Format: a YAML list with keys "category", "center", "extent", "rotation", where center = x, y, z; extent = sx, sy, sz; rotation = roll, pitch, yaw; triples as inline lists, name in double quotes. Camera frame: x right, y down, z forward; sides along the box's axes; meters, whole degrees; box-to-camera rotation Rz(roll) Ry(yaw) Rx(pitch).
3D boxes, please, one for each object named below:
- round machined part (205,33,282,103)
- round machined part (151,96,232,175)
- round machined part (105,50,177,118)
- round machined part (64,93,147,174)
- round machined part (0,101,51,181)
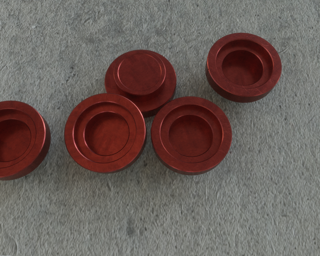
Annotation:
- category: "round machined part"
  center: [0.112, -0.079, 0.428]
  extent: [0.099, 0.042, 0.098]
  rotation: [0, 70, 0]
- category: "round machined part"
  center: [0.038, 0.012, 0.395]
  extent: [0.099, 0.042, 0.098]
  rotation: [0, 70, 0]
- category: "round machined part"
  center: [-0.026, -0.066, 0.423]
  extent: [0.099, 0.042, 0.098]
  rotation: [0, 70, 0]
- category: "round machined part"
  center: [-0.065, 0.009, 0.391]
  extent: [0.099, 0.042, 0.098]
  rotation: [-1, 77, 3]
- category: "round machined part"
  center: [-0.187, 0.018, 0.391]
  extent: [0.099, 0.042, 0.098]
  rotation: [0, 70, 0]
